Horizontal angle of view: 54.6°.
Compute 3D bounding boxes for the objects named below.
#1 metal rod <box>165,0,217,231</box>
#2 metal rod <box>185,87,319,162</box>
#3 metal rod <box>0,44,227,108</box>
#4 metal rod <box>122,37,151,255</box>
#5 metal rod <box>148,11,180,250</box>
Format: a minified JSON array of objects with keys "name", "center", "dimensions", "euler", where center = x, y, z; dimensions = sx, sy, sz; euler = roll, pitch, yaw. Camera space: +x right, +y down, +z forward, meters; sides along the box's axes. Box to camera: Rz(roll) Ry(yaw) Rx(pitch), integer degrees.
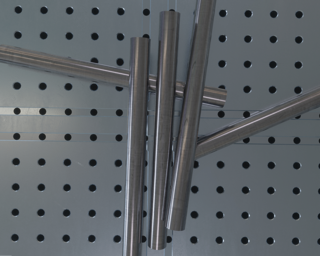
[{"name":"metal rod","center":[0.039,-0.024,0.387],"dimensions":[0.025,0.025,0.298],"euler":[8,90,0]},{"name":"metal rod","center":[0.165,-0.021,0.414],"dimensions":[0.301,0.025,0.025],"euler":[-23,90,0]},{"name":"metal rod","center":[-0.062,-0.069,0.412],"dimensions":[0.301,0.025,0.025],"euler":[11,90,0]},{"name":"metal rod","center":[-0.031,0.039,0.397],"dimensions":[0.025,0.025,0.298],"euler":[3,96,0]},{"name":"metal rod","center":[0.004,0.009,0.395],"dimensions":[0.025,0.025,0.298],"euler":[3,97,0]}]
